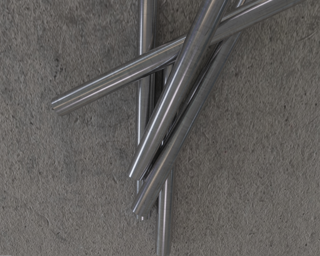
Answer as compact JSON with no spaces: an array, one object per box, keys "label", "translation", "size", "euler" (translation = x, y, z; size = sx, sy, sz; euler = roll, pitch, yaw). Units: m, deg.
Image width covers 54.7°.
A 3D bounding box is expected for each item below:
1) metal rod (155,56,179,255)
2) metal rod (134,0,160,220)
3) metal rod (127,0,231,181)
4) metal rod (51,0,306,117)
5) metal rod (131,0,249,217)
[{"label":"metal rod","translation":[0.010,0.050,0.428],"size":[0.025,0.025,0.298],"euler":[2,110,-1]},{"label":"metal rod","translation":[-0.019,-0.012,0.405],"size":[0.025,0.025,0.298],"euler":[2,110,-1]},{"label":"metal rod","translation":[0.025,-0.059,0.335],"size":[0.025,0.025,0.298],"euler":[21,118,-8]},{"label":"metal rod","translation":[0.012,-0.085,0.349],"size":[0.301,0.025,0.025],"euler":[-24,109,10]},{"label":"metal rod","translation":[0.039,-0.022,0.381],"size":[0.025,0.025,0.298],"euler":[25,100,-9]}]
